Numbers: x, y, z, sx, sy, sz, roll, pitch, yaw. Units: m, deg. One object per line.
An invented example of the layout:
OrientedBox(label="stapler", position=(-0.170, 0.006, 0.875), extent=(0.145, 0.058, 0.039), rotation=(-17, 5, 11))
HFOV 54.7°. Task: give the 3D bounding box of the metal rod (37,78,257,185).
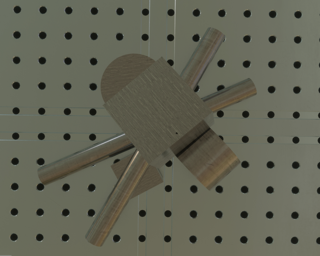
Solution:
OrientedBox(label="metal rod", position=(-0.016, 0.005, 0.409), extent=(0.301, 0.025, 0.025), rotation=(-23, 90, 0))

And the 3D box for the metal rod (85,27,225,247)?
OrientedBox(label="metal rod", position=(-0.006, 0.010, 0.385), extent=(0.025, 0.025, 0.299), rotation=(31, 89, 0))

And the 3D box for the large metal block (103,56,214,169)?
OrientedBox(label="large metal block", position=(0.001, -0.014, 0.334), extent=(0.080, 0.050, 0.080), rotation=(-40, 73, 1))

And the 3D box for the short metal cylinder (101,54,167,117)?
OrientedBox(label="short metal cylinder", position=(-0.031, -0.050, 0.397), extent=(0.081, 0.050, 0.079), rotation=(0, 90, 0))

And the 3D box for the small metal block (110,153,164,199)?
OrientedBox(label="small metal block", position=(-0.030, 0.059, 0.410), extent=(0.050, 0.025, 0.050), rotation=(-28, 90, 0))

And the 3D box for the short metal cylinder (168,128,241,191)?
OrientedBox(label="short metal cylinder", position=(0.052, 0.031, 0.383), extent=(0.050, 0.080, 0.080), rotation=(-43, 90, 1))
